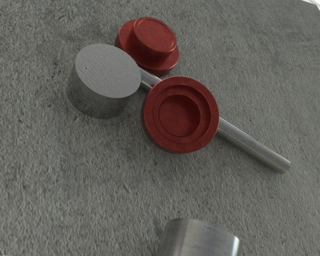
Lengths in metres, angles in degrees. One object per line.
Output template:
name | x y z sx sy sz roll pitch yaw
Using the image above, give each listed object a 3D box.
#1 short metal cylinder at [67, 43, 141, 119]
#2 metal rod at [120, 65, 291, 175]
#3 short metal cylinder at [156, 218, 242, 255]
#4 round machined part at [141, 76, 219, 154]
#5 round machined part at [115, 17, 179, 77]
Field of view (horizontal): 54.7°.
short metal cylinder | -0.070 -0.058 0.386 0.081 0.050 0.080 14 56 -21
metal rod | 0.062 -0.017 0.449 0.301 0.025 0.025 31 52 -8
short metal cylinder | 0.037 0.133 0.309 0.080 0.080 0.050 30 52 -10
round machined part | 0.023 -0.015 0.402 0.099 0.042 0.097 3 79 -15
round machined part | -0.014 -0.127 0.464 0.099 0.042 0.098 14 56 -21
